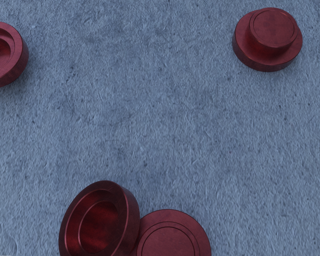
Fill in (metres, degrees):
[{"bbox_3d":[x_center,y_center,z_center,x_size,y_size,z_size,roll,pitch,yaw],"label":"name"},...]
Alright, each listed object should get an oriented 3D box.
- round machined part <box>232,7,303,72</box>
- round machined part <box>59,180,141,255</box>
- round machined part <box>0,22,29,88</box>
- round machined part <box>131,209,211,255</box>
[{"bbox_3d":[0.158,-0.134,0.449,0.099,0.042,0.098,0,70,0],"label":"round machined part"},{"bbox_3d":[-0.061,0.111,0.341,0.098,0.042,0.098,-20,50,27],"label":"round machined part"},{"bbox_3d":[-0.232,-0.097,0.433,0.099,0.042,0.098,0,70,0],"label":"round machined part"},{"bbox_3d":[0.009,0.141,0.347,0.099,0.042,0.098,0,70,0],"label":"round machined part"}]
